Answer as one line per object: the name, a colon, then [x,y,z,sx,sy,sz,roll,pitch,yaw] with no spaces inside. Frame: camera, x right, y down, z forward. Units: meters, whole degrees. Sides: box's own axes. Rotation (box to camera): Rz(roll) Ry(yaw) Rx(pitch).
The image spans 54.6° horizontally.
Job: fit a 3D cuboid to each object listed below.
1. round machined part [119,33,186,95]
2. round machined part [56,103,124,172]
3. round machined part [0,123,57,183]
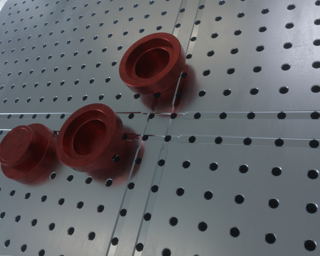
round machined part: [-0.007,-0.090,0.457,0.098,0.042,0.098,-13,56,21]
round machined part: [-0.093,0.017,0.437,0.098,0.042,0.098,-13,56,21]
round machined part: [-0.215,0.034,0.491,0.098,0.042,0.098,-13,56,21]
